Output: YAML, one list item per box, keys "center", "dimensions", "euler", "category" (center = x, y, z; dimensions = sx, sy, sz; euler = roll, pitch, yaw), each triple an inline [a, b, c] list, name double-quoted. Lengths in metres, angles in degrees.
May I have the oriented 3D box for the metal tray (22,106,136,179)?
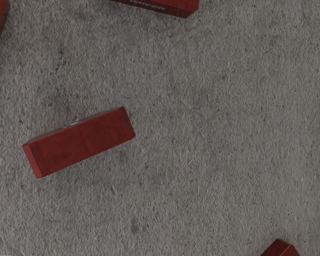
- center: [-0.087, 0.011, 0.321]
  dimensions: [0.091, 0.130, 0.030]
  euler: [-23, 98, -19]
  category: "metal tray"

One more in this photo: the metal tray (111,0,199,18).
- center: [-0.011, -0.204, 0.402]
  dimensions: [0.131, 0.030, 0.089]
  euler: [6, 88, -20]
  category: "metal tray"

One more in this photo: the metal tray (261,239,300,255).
- center: [0.195, 0.251, 0.479]
  dimensions: [0.090, 0.030, 0.130]
  euler: [-38, 102, -16]
  category: "metal tray"

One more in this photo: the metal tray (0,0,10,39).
- center: [-0.237, -0.119, 0.318]
  dimensions: [0.131, 0.030, 0.090]
  euler: [16, 85, -20]
  category: "metal tray"
